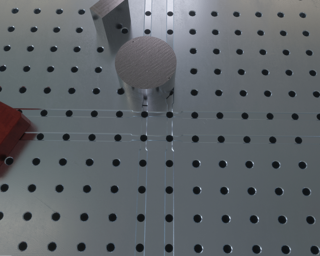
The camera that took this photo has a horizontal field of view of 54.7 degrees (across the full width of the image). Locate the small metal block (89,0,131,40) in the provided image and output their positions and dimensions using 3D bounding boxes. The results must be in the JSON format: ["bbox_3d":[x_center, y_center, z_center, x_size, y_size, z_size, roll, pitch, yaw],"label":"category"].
[{"bbox_3d":[-0.072,-0.168,0.459,0.025,0.050,0.050,42,75,13],"label":"small metal block"}]

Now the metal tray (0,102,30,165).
[{"bbox_3d":[-0.255,-0.005,0.409,0.130,0.030,0.090,26,72,9],"label":"metal tray"}]

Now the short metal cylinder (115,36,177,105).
[{"bbox_3d":[-0.018,-0.078,0.427,0.081,0.050,0.080,0,70,0],"label":"short metal cylinder"}]
